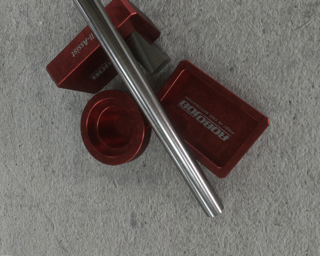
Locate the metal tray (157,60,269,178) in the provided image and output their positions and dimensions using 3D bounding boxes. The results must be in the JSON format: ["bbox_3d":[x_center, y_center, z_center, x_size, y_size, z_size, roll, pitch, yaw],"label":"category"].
[{"bbox_3d":[0.056,-0.012,0.387,0.130,0.030,0.090,39,102,15],"label":"metal tray"}]

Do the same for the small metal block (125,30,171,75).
[{"bbox_3d":[-0.015,-0.096,0.396,0.050,0.050,0.025,45,107,-1],"label":"small metal block"}]

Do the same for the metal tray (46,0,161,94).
[{"bbox_3d":[-0.069,-0.100,0.398,0.130,0.090,0.030,-39,78,15],"label":"metal tray"}]

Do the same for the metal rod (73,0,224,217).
[{"bbox_3d":[-0.008,-0.021,0.355,0.025,0.025,0.299,-28,103,18],"label":"metal rod"}]

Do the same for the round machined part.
[{"bbox_3d":[-0.054,-0.001,0.415,0.098,0.042,0.097,2,94,25],"label":"round machined part"}]
